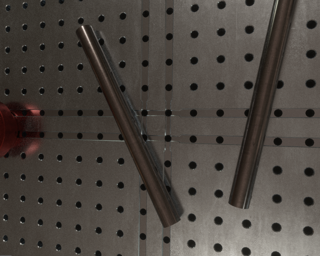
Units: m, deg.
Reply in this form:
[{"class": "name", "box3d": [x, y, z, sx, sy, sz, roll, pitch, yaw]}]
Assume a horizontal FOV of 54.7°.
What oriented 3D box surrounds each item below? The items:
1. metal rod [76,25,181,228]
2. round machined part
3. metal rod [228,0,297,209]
[{"class": "metal rod", "box3d": [-0.047, -0.008, 0.428, 0.025, 0.025, 0.299, -28, 81, 17]}, {"class": "round machined part", "box3d": [-0.270, 0.003, 0.497, 0.098, 0.042, 0.097, 0, 90, 19]}, {"class": "metal rod", "box3d": [0.126, -0.051, 0.368, 0.025, 0.025, 0.298, 13, 94, 19]}]
